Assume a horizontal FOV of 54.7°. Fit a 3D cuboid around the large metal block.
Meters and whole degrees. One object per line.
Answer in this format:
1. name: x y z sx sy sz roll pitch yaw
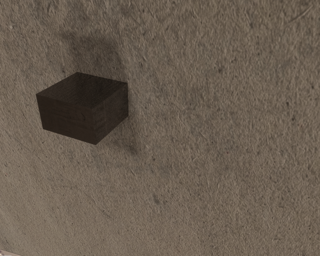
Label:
1. large metal block: -0.096 -0.029 0.402 0.080 0.080 0.050 15 124 19
